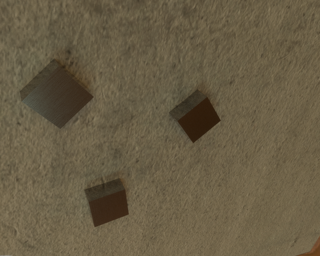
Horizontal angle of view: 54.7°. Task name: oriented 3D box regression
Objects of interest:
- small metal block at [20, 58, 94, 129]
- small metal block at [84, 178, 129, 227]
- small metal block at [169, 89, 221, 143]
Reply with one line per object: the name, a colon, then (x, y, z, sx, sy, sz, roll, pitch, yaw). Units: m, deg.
small metal block: (-0.108, -0.035, 0.327, 0.050, 0.025, 0.050, -44, 130, 2)
small metal block: (-0.074, 0.104, 0.432, 0.050, 0.025, 0.050, -16, 125, -20)
small metal block: (0.049, -0.016, 0.426, 0.050, 0.025, 0.050, -39, 130, -2)
